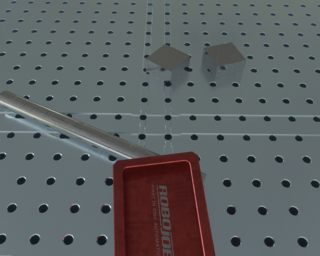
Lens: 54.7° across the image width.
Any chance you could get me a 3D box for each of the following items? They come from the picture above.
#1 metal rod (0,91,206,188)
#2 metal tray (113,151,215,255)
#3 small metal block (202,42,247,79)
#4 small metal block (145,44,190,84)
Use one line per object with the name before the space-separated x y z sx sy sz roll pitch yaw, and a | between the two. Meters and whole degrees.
metal rod | -0.086 0.011 0.396 0.301 0.025 0.025 21 53 16
metal tray | 0.002 0.092 0.308 0.091 0.030 0.130 -7 59 1
small metal block | 0.103 -0.110 0.502 0.050 0.025 0.050 -14 52 -12
small metal block | 0.013 -0.103 0.494 0.050 0.025 0.050 31 56 23
